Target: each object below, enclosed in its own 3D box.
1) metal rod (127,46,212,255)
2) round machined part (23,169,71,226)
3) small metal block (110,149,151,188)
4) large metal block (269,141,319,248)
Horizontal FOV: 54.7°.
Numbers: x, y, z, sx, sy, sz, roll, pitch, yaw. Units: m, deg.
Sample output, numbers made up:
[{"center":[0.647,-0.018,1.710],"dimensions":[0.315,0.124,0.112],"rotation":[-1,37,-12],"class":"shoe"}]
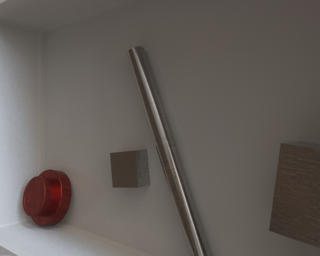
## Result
[{"center":[0.010,0.031,0.396],"dimensions":[0.025,0.025,0.299],"rotation":[-28,73,36],"class":"metal rod"},{"center":[-0.204,0.121,0.547],"dimensions":[0.098,0.042,0.098],"rotation":[-13,68,35],"class":"round machined part"},{"center":[-0.043,0.058,0.440],"dimensions":[0.050,0.025,0.050],"rotation":[-9,84,39],"class":"small metal block"},{"center":[0.148,0.058,0.268],"dimensions":[0.080,0.050,0.079],"rotation":[10,96,39],"class":"large metal block"}]
